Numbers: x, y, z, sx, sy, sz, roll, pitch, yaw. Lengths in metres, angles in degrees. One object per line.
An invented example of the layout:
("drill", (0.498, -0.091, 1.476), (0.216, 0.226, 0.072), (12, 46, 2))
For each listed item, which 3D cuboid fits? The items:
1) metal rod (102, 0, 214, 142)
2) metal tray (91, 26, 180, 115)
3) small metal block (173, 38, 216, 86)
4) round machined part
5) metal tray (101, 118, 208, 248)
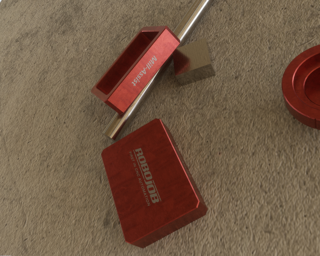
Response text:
("metal rod", (0.009, -0.109, 0.464), (0.025, 0.025, 0.300), (24, 74, 36))
("metal tray", (-0.039, -0.087, 0.445), (0.130, 0.030, 0.090), (-51, 29, -3))
("small metal block", (0.047, -0.092, 0.435), (0.050, 0.025, 0.050), (-16, 55, 18))
("round machined part", (0.181, -0.039, 0.322), (0.098, 0.042, 0.098), (-13, 56, 20))
("metal tray", (-0.012, 0.061, 0.368), (0.090, 0.030, 0.130), (-31, 52, 8))
